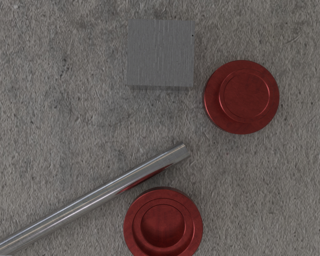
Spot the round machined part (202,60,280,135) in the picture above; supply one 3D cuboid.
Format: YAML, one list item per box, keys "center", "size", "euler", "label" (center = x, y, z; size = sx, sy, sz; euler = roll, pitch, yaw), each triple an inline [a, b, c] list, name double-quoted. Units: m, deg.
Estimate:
- center: [0.107, -0.040, 0.402]
  size: [0.099, 0.042, 0.097]
  euler: [0, 90, 0]
  label: "round machined part"

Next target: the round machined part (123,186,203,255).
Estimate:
- center: [0.004, 0.124, 0.402]
  size: [0.099, 0.042, 0.097]
  euler: [0, 90, 0]
  label: "round machined part"

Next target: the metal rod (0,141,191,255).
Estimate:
- center: [-0.097, 0.100, 0.409]
  size: [0.301, 0.025, 0.025]
  euler: [-29, 90, 0]
  label: "metal rod"

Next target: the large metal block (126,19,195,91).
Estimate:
- center: [0.001, -0.091, 0.397]
  size: [0.081, 0.050, 0.080]
  euler: [2, 90, 0]
  label: "large metal block"
